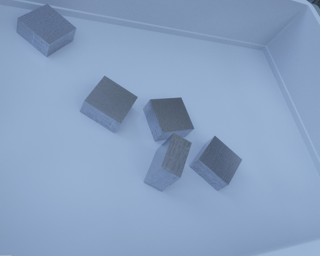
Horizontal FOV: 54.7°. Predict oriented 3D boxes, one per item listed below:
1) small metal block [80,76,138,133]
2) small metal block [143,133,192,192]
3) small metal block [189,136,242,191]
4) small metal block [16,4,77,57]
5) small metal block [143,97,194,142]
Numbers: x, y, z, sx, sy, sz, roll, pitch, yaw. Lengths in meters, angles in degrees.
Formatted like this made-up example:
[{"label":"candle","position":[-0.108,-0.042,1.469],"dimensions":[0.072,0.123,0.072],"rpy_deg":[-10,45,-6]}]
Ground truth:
[{"label":"small metal block","position":[-0.064,-0.030,0.389],"dimensions":[0.050,0.025,0.050],"rpy_deg":[33,51,-7]},{"label":"small metal block","position":[0.009,0.041,0.369],"dimensions":[0.025,0.050,0.050],"rpy_deg":[30,52,-9]},{"label":"small metal block","position":[0.076,0.047,0.417],"dimensions":[0.050,0.025,0.050],"rpy_deg":[42,51,0]},{"label":"small metal block","position":[-0.147,-0.128,0.404],"dimensions":[0.050,0.025,0.050],"rpy_deg":[40,51,-1]},{"label":"small metal block","position":[0.011,-0.012,0.419],"dimensions":[0.050,0.025,0.050],"rpy_deg":[-7,65,-31]}]
